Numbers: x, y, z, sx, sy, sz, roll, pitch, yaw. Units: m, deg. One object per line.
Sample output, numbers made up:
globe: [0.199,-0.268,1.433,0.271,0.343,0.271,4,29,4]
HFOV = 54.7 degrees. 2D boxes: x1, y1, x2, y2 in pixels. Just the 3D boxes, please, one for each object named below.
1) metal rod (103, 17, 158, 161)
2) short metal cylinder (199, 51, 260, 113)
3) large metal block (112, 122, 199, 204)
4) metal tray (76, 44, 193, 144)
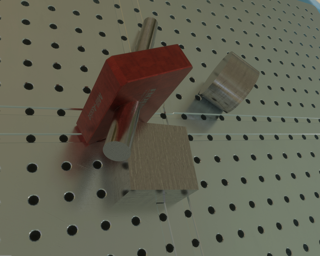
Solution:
metal rod: [-0.027,-0.074,0.390,0.025,0.025,0.300,24,37,-14]
short metal cylinder: [0.105,-0.069,0.474,0.050,0.080,0.080,35,51,-6]
large metal block: [-0.009,0.042,0.363,0.081,0.050,0.080,5,59,-26]
metal tray: [-0.033,-0.034,0.345,0.091,0.129,0.030,-21,74,-36]
